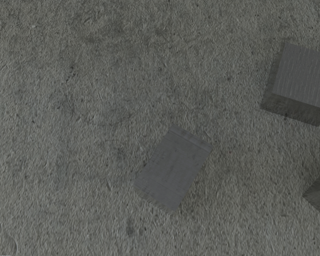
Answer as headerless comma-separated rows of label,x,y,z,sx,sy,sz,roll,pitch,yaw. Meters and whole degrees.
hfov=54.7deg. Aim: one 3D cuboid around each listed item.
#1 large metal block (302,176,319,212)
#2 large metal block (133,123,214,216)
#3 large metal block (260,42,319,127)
large metal block,0.226,0.064,0.357,0.080,0.080,0.050,-42,75,-14
large metal block,0.015,0.052,0.360,0.050,0.080,0.080,30,73,10
large metal block,0.191,-0.058,0.417,0.080,0.050,0.080,19,71,6
